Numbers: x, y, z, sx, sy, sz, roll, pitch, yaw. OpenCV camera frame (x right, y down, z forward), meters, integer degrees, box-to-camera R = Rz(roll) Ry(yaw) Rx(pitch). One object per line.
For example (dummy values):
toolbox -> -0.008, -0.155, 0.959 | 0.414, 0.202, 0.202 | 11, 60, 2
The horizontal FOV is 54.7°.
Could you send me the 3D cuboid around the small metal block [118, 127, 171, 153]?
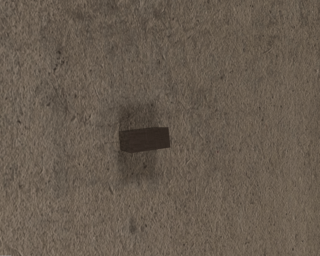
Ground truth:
small metal block -> -0.021, 0.014, 0.389 | 0.050, 0.050, 0.025 | -7, 93, -20
